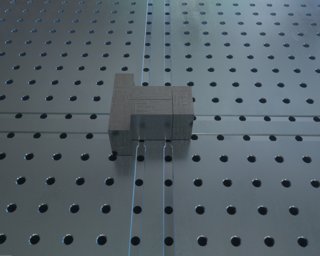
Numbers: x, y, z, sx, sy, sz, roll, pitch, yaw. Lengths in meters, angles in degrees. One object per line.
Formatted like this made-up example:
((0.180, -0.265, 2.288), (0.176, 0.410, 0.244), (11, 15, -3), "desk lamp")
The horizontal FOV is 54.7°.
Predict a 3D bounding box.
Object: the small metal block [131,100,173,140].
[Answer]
((-0.010, -0.010, 0.399), (0.050, 0.050, 0.025), (0, 50, -1), "small metal block")

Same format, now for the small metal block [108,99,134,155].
((-0.048, -0.001, 0.390), (0.025, 0.050, 0.050), (0, 50, 0), "small metal block")

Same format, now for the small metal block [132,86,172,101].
((-0.010, -0.029, 0.415), (0.050, 0.050, 0.025), (0, 50, -1), "small metal block")

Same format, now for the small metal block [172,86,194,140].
((0.028, -0.020, 0.407), (0.025, 0.050, 0.050), (0, 50, 0), "small metal block")

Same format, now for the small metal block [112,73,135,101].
((-0.048, -0.039, 0.423), (0.025, 0.050, 0.050), (0, 50, 0), "small metal block")
